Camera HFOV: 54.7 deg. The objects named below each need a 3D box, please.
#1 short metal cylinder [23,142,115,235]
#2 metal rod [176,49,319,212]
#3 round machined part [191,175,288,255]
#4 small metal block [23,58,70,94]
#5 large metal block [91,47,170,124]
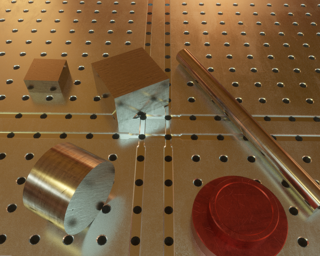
[{"bbox_3d":[-0.091,0.061,0.320,0.050,0.080,0.080,23,54,18],"label":"short metal cylinder"},{"bbox_3d":[0.107,-0.017,0.423,0.025,0.025,0.300,-22,54,-18],"label":"metal rod"},{"bbox_3d":[0.083,0.091,0.321,0.099,0.042,0.098,0,50,0],"label":"round machined part"},{"bbox_3d":[-0.171,-0.080,0.472,0.050,0.025,0.050,2,50,1],"label":"small metal block"},{"bbox_3d":[-0.042,-0.063,0.444,0.081,0.050,0.080,-23,54,-19],"label":"large metal block"}]
